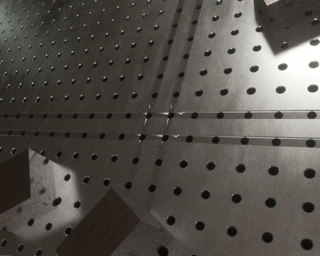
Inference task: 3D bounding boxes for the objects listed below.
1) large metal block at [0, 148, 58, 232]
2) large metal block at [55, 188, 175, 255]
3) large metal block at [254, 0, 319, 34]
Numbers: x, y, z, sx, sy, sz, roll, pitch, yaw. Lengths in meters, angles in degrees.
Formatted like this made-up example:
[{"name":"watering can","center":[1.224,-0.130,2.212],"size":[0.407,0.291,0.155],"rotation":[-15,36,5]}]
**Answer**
[{"name":"large metal block","center":[-0.199,0.089,0.440],"size":[0.080,0.050,0.080],"rotation":[-29,52,9]},{"name":"large metal block","center":[-0.043,0.120,0.321],"size":[0.080,0.080,0.050],"rotation":[-48,52,-6]},{"name":"large metal block","center":[0.173,-0.186,0.415],"size":[0.080,0.050,0.080],"rotation":[-21,54,15]}]
